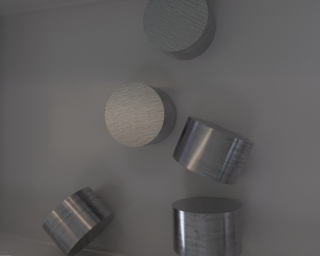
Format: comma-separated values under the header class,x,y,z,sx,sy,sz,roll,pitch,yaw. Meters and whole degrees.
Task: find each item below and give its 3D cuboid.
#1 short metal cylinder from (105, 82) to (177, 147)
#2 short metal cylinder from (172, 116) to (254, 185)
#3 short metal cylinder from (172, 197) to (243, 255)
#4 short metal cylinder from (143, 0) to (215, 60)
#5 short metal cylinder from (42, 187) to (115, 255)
class,x,y,z,sx,sy,sz,roll,pitch,yaw
short metal cylinder,-0.024,-0.017,0.406,0.080,0.050,0.080,0,90,20
short metal cylinder,0.061,0.024,0.360,0.080,0.080,0.050,25,99,18
short metal cylinder,0.055,0.114,0.362,0.080,0.080,0.050,-1,90,20
short metal cylinder,0.025,-0.130,0.388,0.080,0.050,0.080,0,90,20
short metal cylinder,-0.108,0.127,0.420,0.050,0.080,0.080,44,104,15
